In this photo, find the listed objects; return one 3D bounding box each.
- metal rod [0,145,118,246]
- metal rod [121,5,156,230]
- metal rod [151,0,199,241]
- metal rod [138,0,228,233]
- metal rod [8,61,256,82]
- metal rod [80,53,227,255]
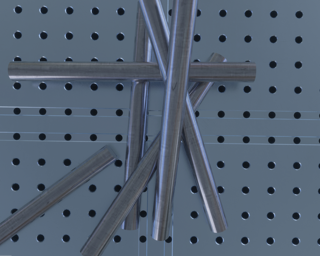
[{"bbox_3d":[-0.185,0.121,0.412,0.300,0.025,0.025,-36,90,0],"label":"metal rod"},{"bbox_3d":[-0.029,-0.017,0.413,0.025,0.025,0.298,4,90,0],"label":"metal rod"},{"bbox_3d":[0.013,0.005,0.358,0.025,0.025,0.298,5,113,0],"label":"metal rod"},{"bbox_3d":[0.033,-0.005,0.377,0.025,0.025,0.299,-18,105,0],"label":"metal rod"},{"bbox_3d":[-0.035,-0.070,0.387,0.302,0.025,0.025,1,90,2],"label":"metal rod"},{"bbox_3d":[-0.003,0.031,0.394,0.025,0.025,0.300,34,82,0],"label":"metal rod"}]
